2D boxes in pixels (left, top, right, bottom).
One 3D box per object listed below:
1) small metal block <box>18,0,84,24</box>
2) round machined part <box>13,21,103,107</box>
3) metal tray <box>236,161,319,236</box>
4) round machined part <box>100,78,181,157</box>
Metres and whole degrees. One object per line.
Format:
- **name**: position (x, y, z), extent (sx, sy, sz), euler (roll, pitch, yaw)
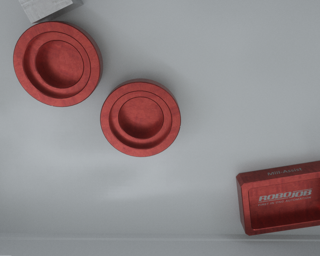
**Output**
- **small metal block**: position (-0.119, -0.140, 0.345), extent (0.050, 0.050, 0.025), euler (-22, 109, 8)
- **round machined part**: position (-0.118, -0.077, 0.372), extent (0.099, 0.042, 0.097), euler (0, 110, -1)
- **metal tray**: position (0.182, 0.102, 0.448), extent (0.131, 0.030, 0.089), euler (-10, 110, 3)
- **round machined part**: position (-0.024, -0.016, 0.396), extent (0.099, 0.042, 0.097), euler (0, 110, -1)
